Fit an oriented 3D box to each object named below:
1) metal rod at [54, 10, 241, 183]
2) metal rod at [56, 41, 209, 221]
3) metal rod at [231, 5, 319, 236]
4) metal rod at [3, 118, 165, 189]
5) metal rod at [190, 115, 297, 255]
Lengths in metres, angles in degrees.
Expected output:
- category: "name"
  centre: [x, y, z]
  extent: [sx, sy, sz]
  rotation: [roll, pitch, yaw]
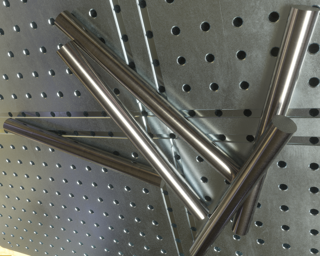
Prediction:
- category: "metal rod"
  centre: [-0.013, -0.038, 0.394]
  extent: [0.300, 0.025, 0.025]
  rotation: [42, 129, -1]
- category: "metal rod"
  centre: [-0.028, 0.013, 0.421]
  extent: [0.025, 0.025, 0.300]
  rotation: [-27, 108, 37]
- category: "metal rod"
  centre: [0.121, 0.017, 0.357]
  extent: [0.025, 0.025, 0.298]
  rotation: [17, 125, 19]
- category: "metal rod"
  centre: [-0.131, 0.036, 0.503]
  extent: [0.301, 0.025, 0.025]
  rotation: [17, 125, 18]
- category: "metal rod"
  centre: [0.090, 0.099, 0.401]
  extent: [0.025, 0.025, 0.298]
  rotation: [27, 135, 11]
